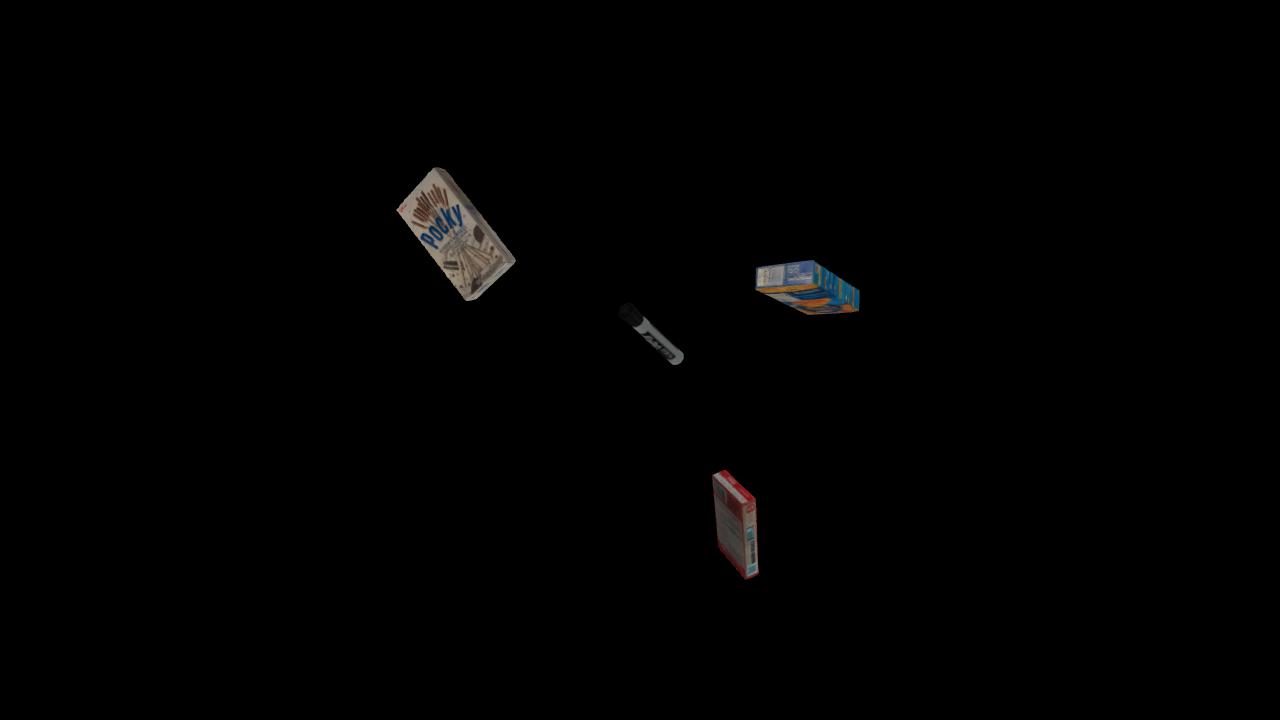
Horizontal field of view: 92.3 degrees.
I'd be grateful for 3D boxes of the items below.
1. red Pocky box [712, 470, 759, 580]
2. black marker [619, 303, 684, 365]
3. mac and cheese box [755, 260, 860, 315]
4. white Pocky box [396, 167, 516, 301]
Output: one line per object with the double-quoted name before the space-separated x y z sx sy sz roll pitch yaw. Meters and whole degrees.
"red Pocky box" 0.145 0.250 0.935 0.028 0.155 0.083 -19 31 -20
"black marker" 0.013 -0.028 0.675 0.020 0.020 0.121 0 -25 34
"mac and cheese box" 0.260 -0.107 0.943 0.093 0.041 0.184 -3 -10 39
"white Pocky box" -0.237 -0.161 0.793 0.084 0.154 0.028 -38 -1 21
